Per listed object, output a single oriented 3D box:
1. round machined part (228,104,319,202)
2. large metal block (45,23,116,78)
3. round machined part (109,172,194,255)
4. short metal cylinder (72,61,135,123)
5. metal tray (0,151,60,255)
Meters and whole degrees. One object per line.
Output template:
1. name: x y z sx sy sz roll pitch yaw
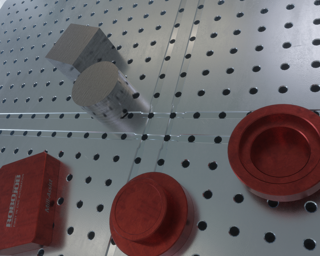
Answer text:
1. round machined part: 0.123 0.027 0.316 0.098 0.042 0.098 -13 56 21
2. large metal block: -0.141 -0.134 0.548 0.080 0.050 0.080 21 73 35
3. round machined part: -0.015 0.095 0.347 0.098 0.042 0.098 -13 56 21
4. short metal cylinder: -0.085 -0.054 0.470 0.080 0.050 0.080 -13 56 21
5. metal tray: -0.195 0.107 0.442 0.090 0.030 0.130 -18 55 17
